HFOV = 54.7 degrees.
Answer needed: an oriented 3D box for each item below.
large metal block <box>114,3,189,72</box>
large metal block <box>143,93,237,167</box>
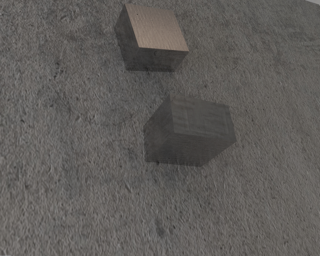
[{"bbox_3d":[-0.014,-0.131,0.460,0.081,0.050,0.080,-4,64,-30],"label":"large metal block"},{"bbox_3d":[0.033,0.007,0.382,0.081,0.080,0.050,9,58,-24],"label":"large metal block"}]
